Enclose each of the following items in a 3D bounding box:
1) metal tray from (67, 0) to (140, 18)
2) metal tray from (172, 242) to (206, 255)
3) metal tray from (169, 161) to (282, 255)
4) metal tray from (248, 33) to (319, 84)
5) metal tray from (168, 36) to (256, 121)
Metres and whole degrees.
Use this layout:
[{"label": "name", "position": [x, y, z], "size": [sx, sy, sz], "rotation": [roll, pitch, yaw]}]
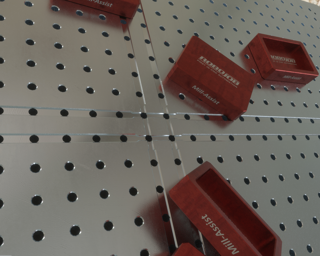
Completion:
[{"label": "metal tray", "position": [-0.100, -0.232, 0.491], "size": [0.131, 0.030, 0.090], "rotation": [8, 58, -24]}, {"label": "metal tray", "position": [0.049, 0.187, 0.294], "size": [0.130, 0.030, 0.090], "rotation": [36, 56, 12]}, {"label": "metal tray", "position": [0.077, 0.102, 0.348], "size": [0.130, 0.030, 0.090], "rotation": [48, 20, 12]}, {"label": "metal tray", "position": [0.247, -0.137, 0.620], "size": [0.131, 0.030, 0.090], "rotation": [0, 62, -28]}, {"label": "metal tray", "position": [0.087, -0.082, 0.501], "size": [0.130, 0.030, 0.090], "rotation": [33, 51, -7]}]
